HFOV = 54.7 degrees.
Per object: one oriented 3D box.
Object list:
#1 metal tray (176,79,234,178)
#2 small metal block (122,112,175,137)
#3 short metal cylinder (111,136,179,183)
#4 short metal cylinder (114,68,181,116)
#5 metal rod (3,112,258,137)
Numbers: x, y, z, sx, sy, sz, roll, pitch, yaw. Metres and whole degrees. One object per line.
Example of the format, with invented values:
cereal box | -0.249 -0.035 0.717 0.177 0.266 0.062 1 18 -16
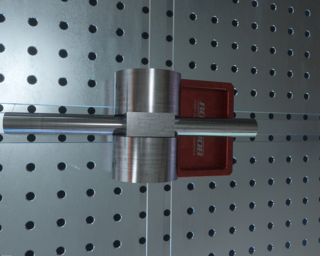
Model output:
metal tray | 0.055 0.001 0.430 0.091 0.030 0.129 1 90 -20
small metal block | -0.014 -0.004 0.343 0.050 0.050 0.025 1 90 -12
short metal cylinder | -0.018 0.035 0.376 0.081 0.080 0.050 1 90 -20
short metal cylinder | -0.015 -0.040 0.376 0.081 0.080 0.050 1 90 -20
metal rod | -0.025 -0.003 0.378 0.302 0.025 0.025 1 90 -11
